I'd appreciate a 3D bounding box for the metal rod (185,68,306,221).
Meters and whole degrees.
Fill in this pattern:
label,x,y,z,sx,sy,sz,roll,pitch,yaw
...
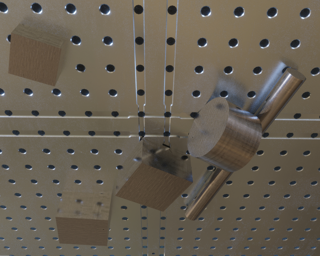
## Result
label,x,y,z,sx,sy,sz,roll,pitch,yaw
metal rod,0.107,0.044,0.450,0.025,0.025,0.298,16,128,-13

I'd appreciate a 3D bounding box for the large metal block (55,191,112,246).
label,x,y,z,sx,sy,sz,roll,pitch,yaw
large metal block,-0.126,0.155,0.525,0.081,0.050,0.079,5,130,-5

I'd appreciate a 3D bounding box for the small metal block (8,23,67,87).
label,x,y,z,sx,sy,sz,roll,pitch,yaw
small metal block,-0.135,-0.080,0.342,0.050,0.025,0.050,16,128,-14

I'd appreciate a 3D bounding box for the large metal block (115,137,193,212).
label,x,y,z,sx,sy,sz,roll,pitch,yaw
large metal block,-0.010,0.070,0.455,0.080,0.050,0.080,24,126,-20

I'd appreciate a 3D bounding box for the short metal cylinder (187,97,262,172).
label,x,y,z,sx,sy,sz,roll,pitch,yaw
short metal cylinder,0.078,0.008,0.384,0.050,0.080,0.080,26,125,-20
